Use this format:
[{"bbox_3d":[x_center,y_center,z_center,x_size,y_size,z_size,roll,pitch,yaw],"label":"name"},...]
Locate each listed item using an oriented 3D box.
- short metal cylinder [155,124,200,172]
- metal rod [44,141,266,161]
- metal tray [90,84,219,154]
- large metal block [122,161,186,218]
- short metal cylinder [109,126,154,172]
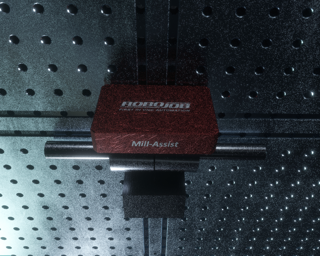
[{"bbox_3d":[0.020,0.014,0.384,0.050,0.080,0.079,1,130,-1],"label":"short metal cylinder"},{"bbox_3d":[-0.006,0.032,0.434,0.302,0.025,0.025,1,130,-1],"label":"metal rod"},{"bbox_3d":[-0.005,-0.012,0.353,0.131,0.090,0.030,1,130,-1],"label":"metal tray"},{"bbox_3d":[-0.008,0.078,0.437,0.081,0.080,0.050,1,130,-1],"label":"large metal block"},{"bbox_3d":[-0.033,0.014,0.384,0.050,0.080,0.079,0,130,-1],"label":"short metal cylinder"}]
